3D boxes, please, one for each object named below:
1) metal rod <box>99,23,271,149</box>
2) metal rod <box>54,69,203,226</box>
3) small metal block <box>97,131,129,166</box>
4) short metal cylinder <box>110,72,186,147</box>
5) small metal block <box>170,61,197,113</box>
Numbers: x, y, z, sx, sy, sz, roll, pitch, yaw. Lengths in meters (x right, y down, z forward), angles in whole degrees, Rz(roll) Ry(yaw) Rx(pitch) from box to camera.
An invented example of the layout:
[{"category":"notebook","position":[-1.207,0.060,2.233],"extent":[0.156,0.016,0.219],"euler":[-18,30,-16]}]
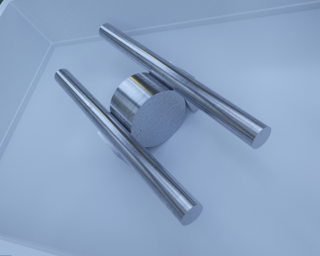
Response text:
[{"category":"metal rod","position":[0.006,-0.069,0.378],"extent":[0.025,0.025,0.300],"euler":[-45,51,-4]},{"category":"metal rod","position":[-0.059,0.000,0.370],"extent":[0.025,0.025,0.300],"euler":[-45,51,-4]},{"category":"small metal block","position":[-0.046,0.022,0.397],"extent":[0.025,0.050,0.050],"euler":[-45,51,-3]},{"category":"short metal cylinder","position":[-0.015,-0.023,0.389],"extent":[0.080,0.080,0.050],"euler":[-45,51,-3]},{"category":"small metal block","position":[0.029,-0.053,0.403],"extent":[0.025,0.050,0.050],"euler":[-45,51,-3]}]
